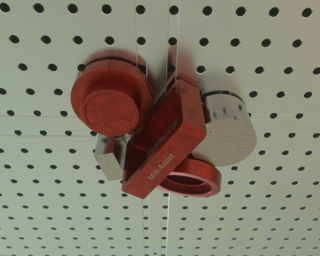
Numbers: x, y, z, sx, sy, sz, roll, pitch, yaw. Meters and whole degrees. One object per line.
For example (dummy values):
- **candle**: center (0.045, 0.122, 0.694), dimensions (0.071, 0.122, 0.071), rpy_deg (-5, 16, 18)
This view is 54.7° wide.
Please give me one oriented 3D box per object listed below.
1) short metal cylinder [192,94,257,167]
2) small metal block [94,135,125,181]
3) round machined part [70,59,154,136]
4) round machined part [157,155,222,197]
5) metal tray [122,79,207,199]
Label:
- **short metal cylinder**: center (0.076, 0.004, 0.394), dimensions (0.081, 0.050, 0.079), rpy_deg (0, 130, 0)
- **small metal block**: center (-0.064, 0.035, 0.419), dimensions (0.025, 0.050, 0.050), rpy_deg (-12, 129, 10)
- **round machined part**: center (-0.057, -0.028, 0.370), dimensions (0.099, 0.042, 0.097), rpy_deg (0, 130, 0)
- **round machined part**: center (0.037, 0.060, 0.432), dimensions (0.099, 0.042, 0.098), rpy_deg (9, 152, 5)
- **metal tray**: center (0.001, 0.014, 0.376), dimensions (0.030, 0.090, 0.129), rpy_deg (26, 125, -21)
